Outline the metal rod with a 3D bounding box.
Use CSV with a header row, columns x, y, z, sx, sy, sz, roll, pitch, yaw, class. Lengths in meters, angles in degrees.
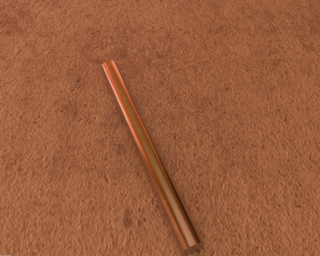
x,y,z,sx,sy,sz,roll,pitch,yaw,class
-0.023,0.012,0.392,0.025,0.025,0.300,-17,52,-14,metal rod
